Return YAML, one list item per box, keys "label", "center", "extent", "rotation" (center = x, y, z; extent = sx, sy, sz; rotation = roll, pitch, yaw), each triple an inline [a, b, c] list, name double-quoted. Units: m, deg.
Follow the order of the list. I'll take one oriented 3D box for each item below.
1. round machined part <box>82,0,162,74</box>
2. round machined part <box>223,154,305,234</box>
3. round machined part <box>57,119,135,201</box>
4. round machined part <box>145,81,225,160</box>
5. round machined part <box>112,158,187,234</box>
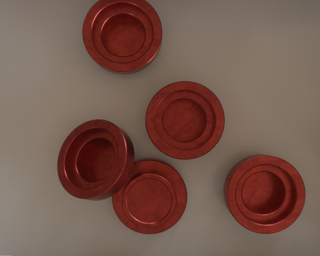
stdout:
- label: "round machined part"
  center: [-0.047, -0.118, 0.402]
  extent: [0.099, 0.042, 0.097]
  rotation: [0, 90, -1]
- label: "round machined part"
  center: [0.132, 0.083, 0.405]
  extent: [0.099, 0.042, 0.097]
  rotation: [0, 90, -1]
- label: "round machined part"
  center: [-0.075, 0.042, 0.388]
  extent: [0.098, 0.042, 0.098]
  rotation: [-8, 69, 21]
- label: "round machined part"
  center: [0.031, -0.009, 0.403]
  extent: [0.099, 0.042, 0.097]
  rotation: [0, 90, -1]
- label: "round machined part"
  center: [-0.014, 0.090, 0.403]
  extent: [0.099, 0.042, 0.097]
  rotation: [0, 90, -1]
